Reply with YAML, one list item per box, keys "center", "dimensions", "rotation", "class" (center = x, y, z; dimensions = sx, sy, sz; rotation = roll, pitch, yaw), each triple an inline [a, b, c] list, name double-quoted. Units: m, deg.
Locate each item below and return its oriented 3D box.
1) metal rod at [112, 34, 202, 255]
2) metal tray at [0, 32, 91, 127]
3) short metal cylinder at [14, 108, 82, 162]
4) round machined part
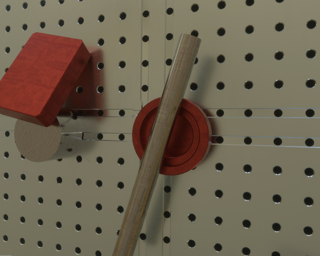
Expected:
- center: [-0.009, 0.038, 0.370]
  dimensions: [0.025, 0.025, 0.298]
  rotation: [19, 96, 18]
  class: "metal rod"
- center: [-0.167, -0.072, 0.437]
  dimensions: [0.090, 0.030, 0.130]
  rotation: [14, 66, 19]
  class: "metal tray"
- center: [-0.163, 0.008, 0.455]
  dimensions: [0.080, 0.050, 0.079]
  rotation: [0, 90, 19]
  class: "short metal cylinder"
- center: [0.018, 0.009, 0.397]
  dimensions: [0.098, 0.042, 0.097]
  rotation: [0, 90, 19]
  class: "round machined part"
